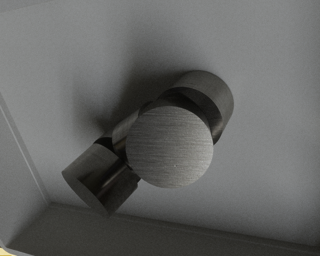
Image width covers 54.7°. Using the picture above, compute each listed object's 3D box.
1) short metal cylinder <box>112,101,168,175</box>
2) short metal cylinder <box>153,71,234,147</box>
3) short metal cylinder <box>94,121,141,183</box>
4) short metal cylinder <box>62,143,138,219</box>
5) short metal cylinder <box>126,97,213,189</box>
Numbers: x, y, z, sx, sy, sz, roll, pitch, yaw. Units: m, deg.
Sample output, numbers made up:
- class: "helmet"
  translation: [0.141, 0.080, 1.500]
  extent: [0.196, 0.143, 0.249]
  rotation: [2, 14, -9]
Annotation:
- class: "short metal cylinder"
  translation: [-0.011, 0.014, 0.384]
  extent: [0.050, 0.080, 0.080]
  rotation: [-33, 100, 38]
- class: "short metal cylinder"
  translation: [0.039, -0.020, 0.357]
  extent: [0.080, 0.050, 0.079]
  rotation: [13, 124, 20]
- class: "short metal cylinder"
  translation: [-0.049, 0.035, 0.436]
  extent: [0.080, 0.050, 0.079]
  rotation: [13, 124, 20]
- class: "short metal cylinder"
  translation: [-0.075, 0.066, 0.385]
  extent: [0.080, 0.050, 0.080]
  rotation: [32, 150, 22]
- class: "short metal cylinder"
  translation: [0.011, 0.013, 0.307]
  extent: [0.080, 0.050, 0.079]
  rotation: [1, 105, 5]
